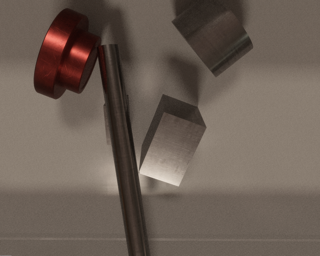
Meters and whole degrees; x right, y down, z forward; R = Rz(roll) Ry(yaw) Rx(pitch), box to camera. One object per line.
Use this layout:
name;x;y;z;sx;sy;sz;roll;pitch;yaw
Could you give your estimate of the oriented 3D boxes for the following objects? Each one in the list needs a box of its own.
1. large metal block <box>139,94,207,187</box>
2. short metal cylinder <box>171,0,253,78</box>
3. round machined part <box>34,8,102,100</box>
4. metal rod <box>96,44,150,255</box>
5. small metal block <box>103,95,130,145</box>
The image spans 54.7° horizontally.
large metal block;0.013;0.012;0.387;0.050;0.080;0.079;20;109;-8
short metal cylinder;0.058;-0.103;0.345;0.050;0.080;0.080;-39;106;13
round machined part;-0.097;-0.076;0.343;0.042;0.098;0.097;22;109;-8
metal rod;-0.037;0.057;0.355;0.025;0.025;0.298;-8;95;2
small metal block;-0.053;-0.011;0.393;0.025;0.050;0.050;-2;110;0
